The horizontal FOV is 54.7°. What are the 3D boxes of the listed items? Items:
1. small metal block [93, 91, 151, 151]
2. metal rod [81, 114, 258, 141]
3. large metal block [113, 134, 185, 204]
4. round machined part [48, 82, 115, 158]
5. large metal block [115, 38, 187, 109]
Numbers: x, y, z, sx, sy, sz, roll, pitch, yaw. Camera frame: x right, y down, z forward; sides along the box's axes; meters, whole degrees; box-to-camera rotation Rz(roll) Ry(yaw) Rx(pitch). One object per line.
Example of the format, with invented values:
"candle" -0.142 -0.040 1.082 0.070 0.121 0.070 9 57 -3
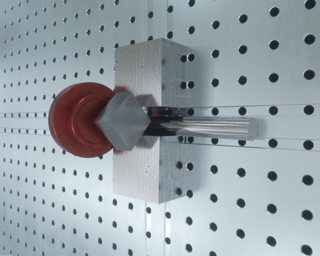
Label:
"small metal block" -0.044 -0.008 0.372 0.025 0.050 0.050 1 47 40
"metal rod" -0.017 -0.004 0.423 0.300 0.025 0.025 3 92 40
"large metal block" -0.016 0.048 0.406 0.080 0.050 0.079 2 91 40
"round machined part" -0.087 -0.010 0.396 0.042 0.099 0.097 7 95 54
"large metal block" -0.013 -0.066 0.404 0.080 0.050 0.079 1 91 40
